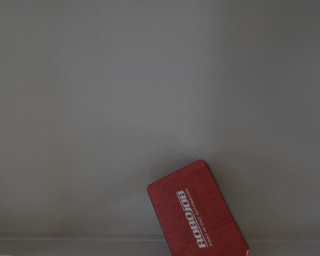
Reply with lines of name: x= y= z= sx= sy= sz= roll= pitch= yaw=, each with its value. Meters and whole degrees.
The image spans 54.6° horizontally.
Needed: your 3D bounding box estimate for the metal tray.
metal tray: x=0.048 y=0.119 z=0.410 sx=0.090 sy=0.030 sz=0.130 roll=-28 pitch=66 yaw=9
